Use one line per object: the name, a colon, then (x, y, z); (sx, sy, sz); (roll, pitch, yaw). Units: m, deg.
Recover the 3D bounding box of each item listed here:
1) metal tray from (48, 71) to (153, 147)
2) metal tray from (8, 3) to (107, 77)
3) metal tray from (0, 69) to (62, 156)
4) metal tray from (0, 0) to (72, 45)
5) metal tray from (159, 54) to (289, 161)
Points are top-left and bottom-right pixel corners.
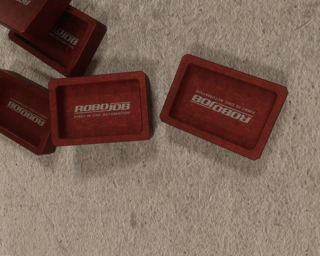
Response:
metal tray: (-0.079, -0.024, 0.416); (0.131, 0.030, 0.089); (-4, 89, 5)
metal tray: (-0.154, -0.142, 0.458); (0.130, 0.030, 0.090); (33, 100, 16)
metal tray: (-0.207, -0.026, 0.477); (0.130, 0.030, 0.090); (26, 98, 17)
metal tray: (-0.195, -0.183, 0.447); (0.130, 0.030, 0.090); (31, 85, 30)
metal tray: (0.075, -0.027, 0.379); (0.130, 0.030, 0.089); (23, 98, 18)
